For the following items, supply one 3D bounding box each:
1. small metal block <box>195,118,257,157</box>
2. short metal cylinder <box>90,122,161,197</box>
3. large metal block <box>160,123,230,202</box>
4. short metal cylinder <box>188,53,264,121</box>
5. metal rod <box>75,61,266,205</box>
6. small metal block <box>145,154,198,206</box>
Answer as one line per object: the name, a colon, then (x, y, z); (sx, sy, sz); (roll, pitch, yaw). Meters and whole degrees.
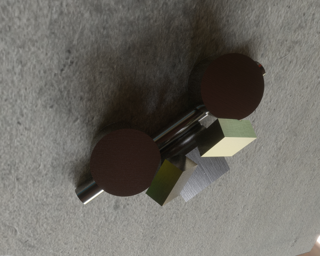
small metal block: (0.080, 0.013, 0.381); (0.050, 0.025, 0.050); (2, 148, -30)
short metal cylinder: (-0.043, 0.036, 0.374); (0.081, 0.050, 0.079); (-2, 100, -13)
large metal block: (0.043, 0.046, 0.444); (0.080, 0.050, 0.080); (-36, 130, -5)
short metal cylinder: (0.081, -0.051, 0.387); (0.081, 0.050, 0.079); (-2, 100, -12)
metal rod: (0.018, 0.004, 0.421); (0.301, 0.025, 0.025); (-36, 129, -5)
small metal block: (0.015, 0.061, 0.376); (0.050, 0.025, 0.050); (-61, 159, 16)
